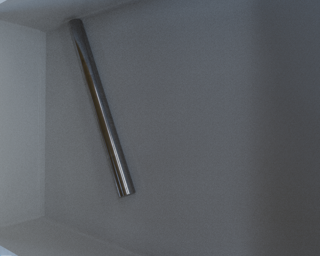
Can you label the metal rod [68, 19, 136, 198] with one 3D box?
[{"bbox_3d":[-0.095,-0.040,0.482,0.025,0.025,0.299,-31,71,35],"label":"metal rod"}]
